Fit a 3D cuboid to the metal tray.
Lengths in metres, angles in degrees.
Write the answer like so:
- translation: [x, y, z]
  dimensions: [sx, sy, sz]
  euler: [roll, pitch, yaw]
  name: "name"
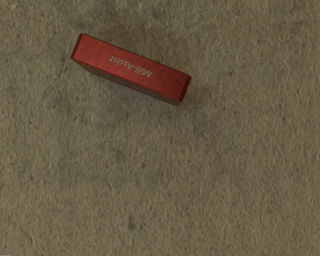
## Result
- translation: [-0.031, -0.066, 0.377]
  dimensions: [0.131, 0.090, 0.030]
  euler: [21, 90, -1]
  name: "metal tray"
